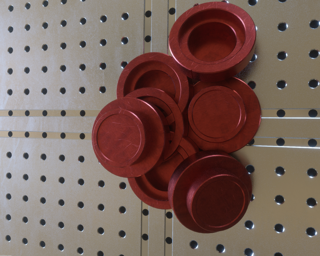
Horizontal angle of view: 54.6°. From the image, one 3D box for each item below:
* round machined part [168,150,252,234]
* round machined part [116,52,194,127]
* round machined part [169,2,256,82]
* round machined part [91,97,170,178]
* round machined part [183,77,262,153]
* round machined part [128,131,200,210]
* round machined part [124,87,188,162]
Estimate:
[{"bbox_3d":[0.062,0.078,0.356,0.099,0.042,0.097,-3,103,-12],"label":"round machined part"},{"bbox_3d":[-0.004,-0.046,0.405,0.098,0.042,0.097,0,90,20],"label":"round machined part"},{"bbox_3d":[0.062,-0.097,0.370,0.098,0.042,0.098,-4,68,11],"label":"round machined part"},{"bbox_3d":[-0.041,0.012,0.373,0.098,0.042,0.097,0,90,20],"label":"round machined part"},{"bbox_3d":[0.072,-0.016,0.378,0.098,0.042,0.097,0,90,20],"label":"round machined part"},{"bbox_3d":[0.010,0.051,0.400,0.098,0.042,0.097,0,90,20],"label":"round machined part"},{"bbox_3d":[-0.010,-0.002,0.407,0.098,0.042,0.097,0,90,20],"label":"round machined part"}]
